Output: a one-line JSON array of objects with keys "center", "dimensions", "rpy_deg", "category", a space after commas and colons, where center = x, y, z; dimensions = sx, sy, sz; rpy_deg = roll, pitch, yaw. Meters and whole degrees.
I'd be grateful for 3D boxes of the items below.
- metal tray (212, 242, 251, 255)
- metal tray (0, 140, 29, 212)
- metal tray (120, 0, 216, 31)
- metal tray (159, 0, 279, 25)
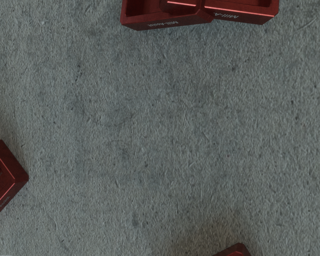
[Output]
[{"center": [0.069, 0.213, 0.381], "dimensions": [0.130, 0.030, 0.090], "rpy_deg": [-35, 79, 16], "category": "metal tray"}, {"center": [-0.285, 0.093, 0.506], "dimensions": [0.130, 0.030, 0.090], "rpy_deg": [-45, 76, 14], "category": "metal tray"}, {"center": [0.009, -0.172, 0.378], "dimensions": [0.130, 0.030, 0.089], "rpy_deg": [10, 94, 41], "category": "metal tray"}, {"center": [0.068, -0.172, 0.349], "dimensions": [0.131, 0.030, 0.089], "rpy_deg": [4, 89, -9], "category": "metal tray"}]
